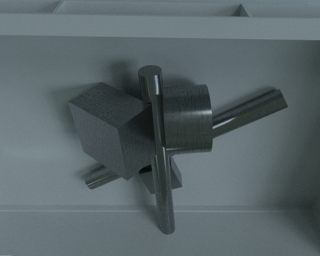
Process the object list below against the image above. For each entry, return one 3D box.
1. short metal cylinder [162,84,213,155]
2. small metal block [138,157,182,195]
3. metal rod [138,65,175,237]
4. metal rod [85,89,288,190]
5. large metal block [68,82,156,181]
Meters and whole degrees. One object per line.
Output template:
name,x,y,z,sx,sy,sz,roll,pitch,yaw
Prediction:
short metal cylinder,0.030,-0.010,0.362,0.050,0.080,0.079,-4,130,1
small metal block,0.001,0.070,0.467,0.050,0.025,0.050,-17,129,13
metal rod,0.001,0.055,0.420,0.025,0.025,0.298,-4,129,3
metal rod,0.022,0.023,0.426,0.300,0.025,0.025,-25,126,19
large metal block,-0.054,0.003,0.367,0.080,0.050,0.079,27,139,31
